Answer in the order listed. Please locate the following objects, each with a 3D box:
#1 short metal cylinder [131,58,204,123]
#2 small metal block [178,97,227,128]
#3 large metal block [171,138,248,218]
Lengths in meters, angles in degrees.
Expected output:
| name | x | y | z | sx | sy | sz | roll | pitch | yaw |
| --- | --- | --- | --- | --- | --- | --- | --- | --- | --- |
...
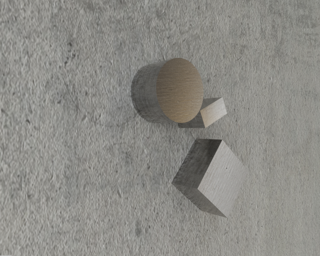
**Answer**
| name | x | y | z | sx | sy | sz | roll | pitch | yaw |
| --- | --- | --- | --- | --- | --- | --- | --- | --- | --- |
| short metal cylinder | 0.010 | -0.046 | 0.399 | 0.081 | 0.050 | 0.079 | 0 | 90 | -40 |
| small metal block | 0.057 | -0.022 | 0.439 | 0.050 | 0.050 | 0.025 | -31 | 110 | -36 |
| large metal block | 0.075 | 0.072 | 0.454 | 0.080 | 0.050 | 0.080 | 47 | 62 | -30 |
